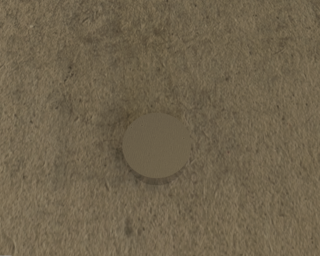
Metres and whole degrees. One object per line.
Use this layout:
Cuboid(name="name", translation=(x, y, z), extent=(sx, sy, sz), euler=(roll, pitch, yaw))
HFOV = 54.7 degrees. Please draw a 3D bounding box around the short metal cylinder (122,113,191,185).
Cuboid(name="short metal cylinder", translation=(-0.004, 0.027, 0.385), extent=(0.081, 0.050, 0.080), euler=(0, 70, 0))
